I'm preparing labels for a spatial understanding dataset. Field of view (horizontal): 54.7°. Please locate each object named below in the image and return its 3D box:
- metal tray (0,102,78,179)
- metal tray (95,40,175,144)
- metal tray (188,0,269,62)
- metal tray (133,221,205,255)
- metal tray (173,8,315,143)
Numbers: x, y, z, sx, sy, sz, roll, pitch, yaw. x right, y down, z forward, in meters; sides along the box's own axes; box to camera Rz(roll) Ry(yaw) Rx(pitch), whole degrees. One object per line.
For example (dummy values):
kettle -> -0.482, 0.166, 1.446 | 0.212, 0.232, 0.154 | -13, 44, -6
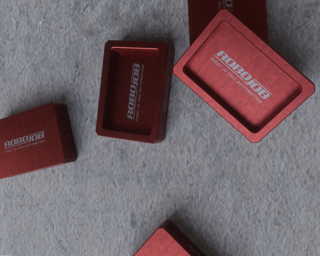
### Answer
metal tray -> -0.197, 0.021, 0.474 | 0.130, 0.030, 0.090 | -15, 85, 19
metal tray -> -0.034, -0.049, 0.417 | 0.090, 0.030, 0.129 | 7, 92, 19
metal tray -> 0.081, -0.150, 0.377 | 0.090, 0.030, 0.129 | -3, 89, 19
metal tray -> 0.025, 0.198, 0.397 | 0.130, 0.030, 0.090 | 42, 103, 14
metal tray -> 0.091, -0.058, 0.350 | 0.130, 0.030, 0.090 | 42, 115, 2
